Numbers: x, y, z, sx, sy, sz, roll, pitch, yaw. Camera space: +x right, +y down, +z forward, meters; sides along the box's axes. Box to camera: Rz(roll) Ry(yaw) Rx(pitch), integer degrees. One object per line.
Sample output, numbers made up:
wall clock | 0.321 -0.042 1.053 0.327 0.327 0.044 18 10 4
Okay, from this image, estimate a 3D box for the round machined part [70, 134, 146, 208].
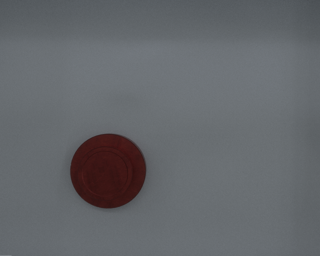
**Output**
round machined part | -0.068 0.056 0.403 0.099 0.042 0.097 0 90 0
